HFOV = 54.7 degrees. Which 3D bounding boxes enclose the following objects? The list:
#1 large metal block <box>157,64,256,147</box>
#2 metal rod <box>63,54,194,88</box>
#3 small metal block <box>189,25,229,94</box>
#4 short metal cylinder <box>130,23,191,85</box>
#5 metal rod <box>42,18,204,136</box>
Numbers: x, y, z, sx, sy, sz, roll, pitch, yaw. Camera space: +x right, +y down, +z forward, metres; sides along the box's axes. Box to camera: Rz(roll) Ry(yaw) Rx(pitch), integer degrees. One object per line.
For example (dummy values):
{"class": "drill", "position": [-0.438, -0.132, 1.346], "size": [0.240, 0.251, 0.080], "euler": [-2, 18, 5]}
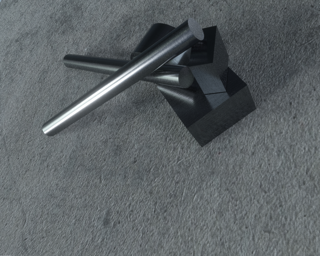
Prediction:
{"class": "large metal block", "position": [0.056, -0.038, 0.380], "size": [0.080, 0.050, 0.080], "euler": [-36, 51, 5]}
{"class": "metal rod", "position": [-0.068, -0.090, 0.458], "size": [0.300, 0.025, 0.025], "euler": [19, 71, 47]}
{"class": "small metal block", "position": [0.055, -0.073, 0.336], "size": [0.025, 0.050, 0.050], "euler": [-4, 60, 26]}
{"class": "short metal cylinder", "position": [0.007, -0.096, 0.426], "size": [0.080, 0.080, 0.050], "euler": [23, 74, 36]}
{"class": "metal rod", "position": [-0.070, -0.049, 0.402], "size": [0.299, 0.025, 0.025], "euler": [-25, 50, 38]}
